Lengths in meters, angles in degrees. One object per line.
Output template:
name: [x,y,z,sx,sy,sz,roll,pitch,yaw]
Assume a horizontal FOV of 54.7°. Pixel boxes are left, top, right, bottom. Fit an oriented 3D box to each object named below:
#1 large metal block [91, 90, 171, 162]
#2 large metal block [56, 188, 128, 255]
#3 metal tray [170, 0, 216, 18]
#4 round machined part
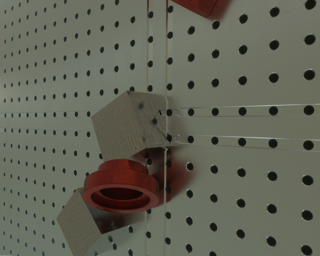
large metal block: [-0.042,0.004,0.428,0.080,0.050,0.080,-30,71,36]
large metal block: [-0.108,0.146,0.483,0.080,0.050,0.080,-52,60,27]
metal tray: [0.026,-0.206,0.384,0.130,0.030,0.089,41,115,32]
round machined part: [-0.050,0.075,0.411,0.098,0.098,0.042,-30,44,36]
